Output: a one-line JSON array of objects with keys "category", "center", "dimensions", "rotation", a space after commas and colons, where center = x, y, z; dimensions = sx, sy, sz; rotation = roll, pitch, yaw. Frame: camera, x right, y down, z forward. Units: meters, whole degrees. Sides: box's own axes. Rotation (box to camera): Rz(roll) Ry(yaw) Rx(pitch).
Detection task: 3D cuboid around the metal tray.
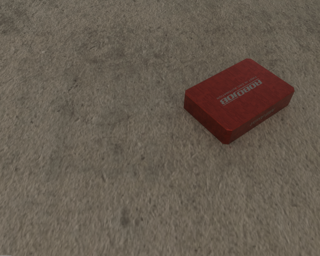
[{"category": "metal tray", "center": [0.110, -0.043, 0.437], "dimensions": [0.131, 0.030, 0.090], "rotation": [-29, 56, -23]}]
